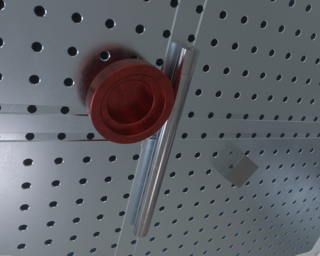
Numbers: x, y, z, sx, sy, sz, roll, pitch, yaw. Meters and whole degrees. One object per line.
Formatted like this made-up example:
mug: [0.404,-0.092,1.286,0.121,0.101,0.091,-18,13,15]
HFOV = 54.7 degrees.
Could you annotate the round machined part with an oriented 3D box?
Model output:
round machined part: [-0.037,-0.033,0.360,0.099,0.042,0.097,-14,124,-21]

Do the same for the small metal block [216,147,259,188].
small metal block: [0.133,0.068,0.526,0.050,0.025,0.050,-49,129,6]

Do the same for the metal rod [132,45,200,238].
metal rod: [0.002,0.035,0.434,0.025,0.025,0.298,0,119,-29]
